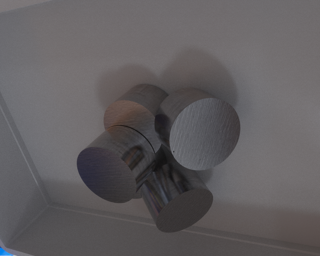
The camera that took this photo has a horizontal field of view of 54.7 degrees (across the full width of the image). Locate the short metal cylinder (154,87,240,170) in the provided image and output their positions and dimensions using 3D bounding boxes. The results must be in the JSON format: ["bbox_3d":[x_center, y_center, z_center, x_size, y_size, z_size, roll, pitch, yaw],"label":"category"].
[{"bbox_3d":[0.040,0.000,0.342,0.081,0.050,0.079,-7,111,-17],"label":"short metal cylinder"}]

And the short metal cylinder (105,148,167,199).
[{"bbox_3d":[-0.038,0.054,0.443,0.080,0.050,0.079,13,124,20],"label":"short metal cylinder"}]

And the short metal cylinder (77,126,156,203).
[{"bbox_3d":[-0.052,0.044,0.377,0.080,0.050,0.079,13,124,20],"label":"short metal cylinder"}]

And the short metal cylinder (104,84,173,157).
[{"bbox_3d":[-0.024,-0.009,0.395,0.080,0.050,0.079,13,124,20],"label":"short metal cylinder"}]

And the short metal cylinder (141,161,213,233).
[{"bbox_3d":[0.022,0.090,0.405,0.050,0.081,0.079,54,144,44],"label":"short metal cylinder"}]
